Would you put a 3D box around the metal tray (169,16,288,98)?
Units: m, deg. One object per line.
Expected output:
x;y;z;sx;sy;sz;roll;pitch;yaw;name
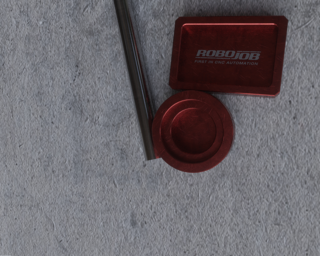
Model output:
0.081;-0.087;0.377;0.130;0.030;0.089;7;92;19;metal tray

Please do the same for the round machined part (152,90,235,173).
0.043;0.004;0.383;0.098;0.042;0.097;1;92;20;round machined part

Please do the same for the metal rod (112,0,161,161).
-0.038;-0.105;0.421;0.025;0.025;0.298;-13;86;19;metal rod
